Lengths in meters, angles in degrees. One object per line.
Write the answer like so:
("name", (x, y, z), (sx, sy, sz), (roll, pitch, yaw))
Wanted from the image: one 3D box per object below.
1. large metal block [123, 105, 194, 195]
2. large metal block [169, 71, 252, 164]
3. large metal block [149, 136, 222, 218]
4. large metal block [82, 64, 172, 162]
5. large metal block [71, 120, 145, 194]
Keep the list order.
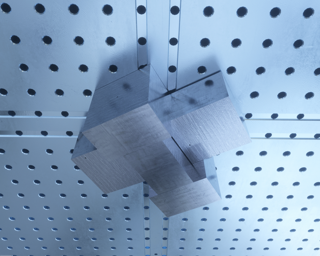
("large metal block", (0.000, 0.024, 0.395), (0.050, 0.080, 0.080), (-23, 127, 18))
("large metal block", (0.057, -0.010, 0.386), (0.080, 0.050, 0.080), (-23, 129, 18))
("large metal block", (0.033, 0.066, 0.432), (0.080, 0.080, 0.050), (-23, 126, 17))
("large metal block", (-0.035, -0.018, 0.359), (0.080, 0.080, 0.050), (-22, 126, 18))
("large metal block", (-0.060, 0.038, 0.428), (0.080, 0.050, 0.080), (-21, 127, 17))
